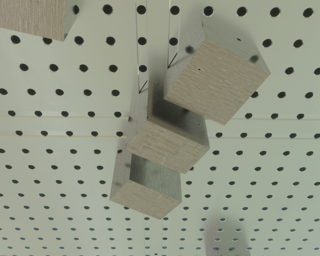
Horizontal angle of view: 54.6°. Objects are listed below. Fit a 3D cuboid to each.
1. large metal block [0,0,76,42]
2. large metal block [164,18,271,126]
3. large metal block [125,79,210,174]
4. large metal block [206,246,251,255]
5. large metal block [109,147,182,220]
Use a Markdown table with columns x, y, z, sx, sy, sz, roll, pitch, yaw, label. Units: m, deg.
| x | y | z | sx | sy | sz | roll | pitch | yaw | label |
| --- | --- | --- | --- | --- | --- | --- | --- | --- | --- |
| -0.120 | -0.134 | 0.280 | 0.080 | 0.050 | 0.079 | 11 | 129 | -9 | large metal block |
| 0.059 | -0.060 | 0.345 | 0.080 | 0.050 | 0.080 | 22 | 127 | -18 | large metal block |
| 0.008 | -0.002 | 0.374 | 0.080 | 0.080 | 0.050 | 24 | 126 | -19 | large metal block |
| 0.146 | 0.298 | 0.630 | 0.080 | 0.080 | 0.050 | 24 | 126 | -19 | large metal block |
| -0.018 | 0.070 | 0.434 | 0.080 | 0.080 | 0.050 | 28 | 125 | -22 | large metal block |
